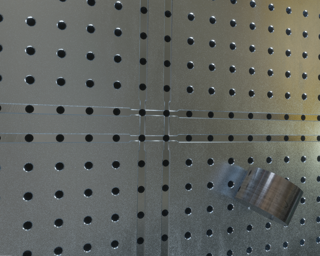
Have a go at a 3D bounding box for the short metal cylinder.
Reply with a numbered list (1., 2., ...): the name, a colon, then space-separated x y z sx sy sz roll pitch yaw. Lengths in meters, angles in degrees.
1. short metal cylinder: 0.154 0.097 0.442 0.080 0.080 0.050 33 79 -17
